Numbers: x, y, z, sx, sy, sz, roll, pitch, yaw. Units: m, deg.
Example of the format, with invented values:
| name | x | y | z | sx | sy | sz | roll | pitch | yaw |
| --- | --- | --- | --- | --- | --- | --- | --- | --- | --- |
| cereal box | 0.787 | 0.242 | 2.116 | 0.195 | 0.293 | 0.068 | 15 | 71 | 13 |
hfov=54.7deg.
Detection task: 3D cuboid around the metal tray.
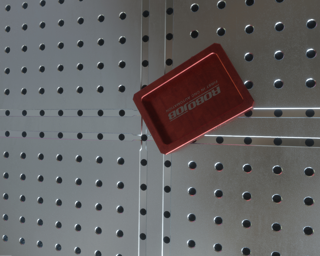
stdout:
| name | x | y | z | sx | sy | sz | roll | pitch | yaw |
| --- | --- | --- | --- | --- | --- | --- | --- | --- | --- |
| metal tray | 0.041 | -0.034 | 0.394 | 0.130 | 0.030 | 0.090 | -30 | 80 | 17 |
